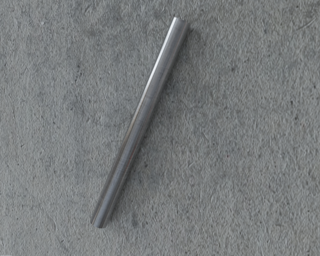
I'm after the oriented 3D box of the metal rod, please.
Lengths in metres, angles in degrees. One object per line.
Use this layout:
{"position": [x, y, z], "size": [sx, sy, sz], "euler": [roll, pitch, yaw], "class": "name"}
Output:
{"position": [-0.030, -0.001, 0.419], "size": [0.025, 0.025, 0.298], "euler": [25, 98, 18], "class": "metal rod"}
